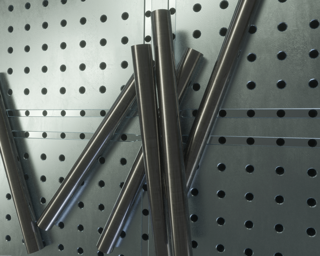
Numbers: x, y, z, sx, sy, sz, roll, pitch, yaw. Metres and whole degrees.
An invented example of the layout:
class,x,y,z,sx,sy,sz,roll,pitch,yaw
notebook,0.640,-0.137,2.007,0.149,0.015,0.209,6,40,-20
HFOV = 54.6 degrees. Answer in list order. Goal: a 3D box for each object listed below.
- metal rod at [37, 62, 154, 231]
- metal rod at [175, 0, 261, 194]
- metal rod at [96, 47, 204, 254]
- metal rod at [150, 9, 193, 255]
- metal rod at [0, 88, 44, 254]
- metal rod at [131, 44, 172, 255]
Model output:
class,x,y,z,sx,sy,sz,roll,pitch,yaw
metal rod,-0.093,0.028,0.446,0.025,0.025,0.299,38,102,16
metal rod,0.070,-0.048,0.387,0.025,0.025,0.299,22,97,19
metal rod,-0.017,0.036,0.418,0.025,0.025,0.299,27,99,18
metal rod,0.014,0.006,0.380,0.025,0.025,0.298,-6,88,20
metal rod,-0.240,0.050,0.498,0.025,0.025,0.299,-21,83,19
metal rod,-0.007,0.048,0.393,0.025,0.025,0.298,-4,97,20
